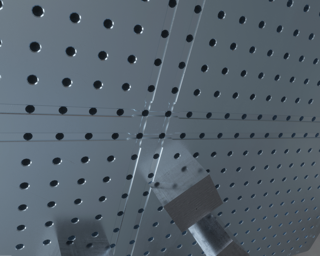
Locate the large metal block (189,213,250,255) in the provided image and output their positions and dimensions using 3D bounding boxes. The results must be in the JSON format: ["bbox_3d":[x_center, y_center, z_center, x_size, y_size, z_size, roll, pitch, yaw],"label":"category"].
[{"bbox_3d":[0.105,0.204,0.562,0.050,0.080,0.080,-43,130,1],"label":"large metal block"}]

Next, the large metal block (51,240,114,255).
[{"bbox_3d":[-0.122,0.217,0.464,0.081,0.050,0.080,14,111,-34],"label":"large metal block"}]

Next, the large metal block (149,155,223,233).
[{"bbox_3d":[0.042,0.104,0.484,0.080,0.050,0.080,-34,129,-6],"label":"large metal block"}]
